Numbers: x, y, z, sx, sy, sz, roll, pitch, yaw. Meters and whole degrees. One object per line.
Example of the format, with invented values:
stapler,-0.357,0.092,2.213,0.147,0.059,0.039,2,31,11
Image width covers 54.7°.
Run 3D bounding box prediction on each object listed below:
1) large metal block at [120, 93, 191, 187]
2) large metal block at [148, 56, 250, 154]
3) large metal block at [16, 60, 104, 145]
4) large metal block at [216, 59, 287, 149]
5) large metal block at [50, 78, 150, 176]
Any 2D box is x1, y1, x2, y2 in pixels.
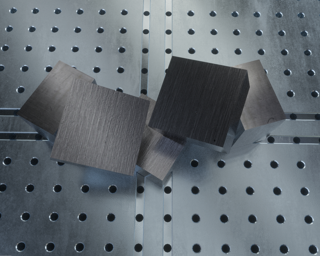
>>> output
large metal block,-0.010,0.016,0.392,0.080,0.050,0.080,31,73,10
large metal block,0.044,-0.024,0.334,0.080,0.050,0.080,16,83,21
large metal block,-0.118,-0.023,0.389,0.050,0.080,0.080,28,72,9
large metal block,0.106,-0.027,0.393,0.050,0.080,0.080,-15,71,-6
large metal block,-0.064,0.003,0.327,0.081,0.050,0.080,16,77,-17
